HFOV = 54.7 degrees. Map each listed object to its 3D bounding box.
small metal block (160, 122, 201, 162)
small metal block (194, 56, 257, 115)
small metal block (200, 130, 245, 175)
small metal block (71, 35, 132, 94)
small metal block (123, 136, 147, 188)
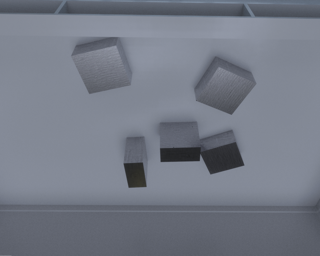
[{"bbox_3d":[0.026,0.018,0.408,0.050,0.050,0.025,-1,130,1],"label":"small metal block"},{"bbox_3d":[0.076,-0.049,0.368,0.050,0.025,0.050,20,127,-16],"label":"small metal block"},{"bbox_3d":[0.087,0.035,0.440,0.050,0.025,0.050,-18,128,14],"label":"small metal block"},{"bbox_3d":[-0.064,-0.070,0.348,0.050,0.025,0.050,-11,130,9],"label":"small metal block"},{"bbox_3d":[-0.033,0.048,0.433,0.025,0.050,0.050,-3,130,2],"label":"small metal block"}]
